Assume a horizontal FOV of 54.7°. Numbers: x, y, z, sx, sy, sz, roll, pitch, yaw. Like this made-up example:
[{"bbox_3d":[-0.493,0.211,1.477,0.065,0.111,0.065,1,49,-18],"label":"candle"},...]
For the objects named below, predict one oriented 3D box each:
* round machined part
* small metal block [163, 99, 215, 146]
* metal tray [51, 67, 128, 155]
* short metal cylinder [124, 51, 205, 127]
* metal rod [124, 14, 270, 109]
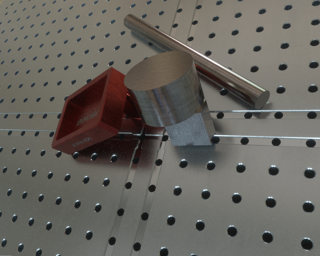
[{"bbox_3d":[-0.015,-0.055,0.438,0.098,0.042,0.098,-13,56,21],"label":"round machined part"},{"bbox_3d":[0.034,-0.005,0.373,0.050,0.050,0.025,-3,41,26],"label":"small metal block"},{"bbox_3d":[-0.100,-0.020,0.437,0.130,0.030,0.090,-21,51,43],"label":"metal tray"},{"bbox_3d":[0.006,-0.046,0.355,0.080,0.050,0.080,-15,36,12],"label":"short metal cylinder"},{"bbox_3d":[0.034,-0.112,0.457,0.025,0.025,0.300,-45,51,-3],"label":"metal rod"}]
